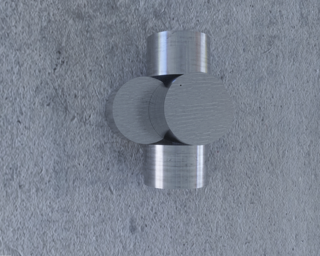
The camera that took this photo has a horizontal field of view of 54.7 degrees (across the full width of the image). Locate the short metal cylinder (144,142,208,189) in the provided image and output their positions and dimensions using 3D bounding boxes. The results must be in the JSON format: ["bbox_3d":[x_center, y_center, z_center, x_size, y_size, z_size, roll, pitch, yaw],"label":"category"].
[{"bbox_3d":[0.020,0.044,0.390,0.081,0.080,0.050,0,90,-20],"label":"short metal cylinder"}]

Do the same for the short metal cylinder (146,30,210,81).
[{"bbox_3d":[0.023,-0.086,0.391,0.081,0.080,0.050,0,90,-20],"label":"short metal cylinder"}]

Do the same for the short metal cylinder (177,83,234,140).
[{"bbox_3d":[0.050,-0.022,0.417,0.081,0.050,0.079,0,90,-21],"label":"short metal cylinder"}]

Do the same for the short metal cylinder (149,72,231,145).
[{"bbox_3d":[0.033,-0.021,0.356,0.081,0.050,0.079,0,90,-21],"label":"short metal cylinder"}]

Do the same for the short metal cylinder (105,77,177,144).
[{"bbox_3d":[-0.025,-0.021,0.388,0.081,0.050,0.079,0,90,-21],"label":"short metal cylinder"}]
